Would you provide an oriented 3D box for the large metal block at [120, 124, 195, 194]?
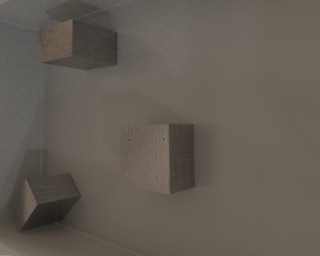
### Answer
[{"bbox_3d":[-0.004,0.036,0.394,0.080,0.050,0.080,-2,89,40],"label":"large metal block"}]

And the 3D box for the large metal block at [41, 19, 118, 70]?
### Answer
[{"bbox_3d":[-0.123,-0.123,0.472,0.080,0.081,0.050,1,91,40],"label":"large metal block"}]

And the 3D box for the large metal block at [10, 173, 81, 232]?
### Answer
[{"bbox_3d":[-0.198,0.126,0.534,0.080,0.081,0.050,-51,60,28],"label":"large metal block"}]
